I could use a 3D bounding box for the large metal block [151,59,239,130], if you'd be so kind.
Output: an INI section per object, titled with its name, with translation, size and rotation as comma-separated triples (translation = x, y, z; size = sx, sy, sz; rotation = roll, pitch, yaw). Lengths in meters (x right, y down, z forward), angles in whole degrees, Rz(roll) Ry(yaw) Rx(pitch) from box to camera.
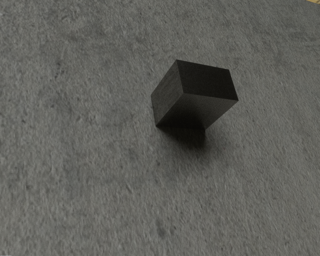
[large metal block]
translation = 0.043, -0.040, 0.416
size = 0.081, 0.080, 0.050
rotation = 5, 60, -26
